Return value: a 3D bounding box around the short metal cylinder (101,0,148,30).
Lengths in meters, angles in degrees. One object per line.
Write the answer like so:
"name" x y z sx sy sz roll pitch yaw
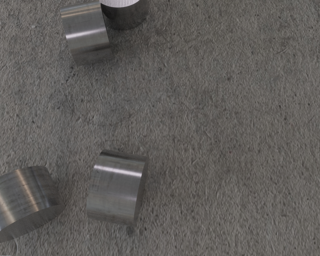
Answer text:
"short metal cylinder" -0.058 -0.196 0.466 0.081 0.050 0.080 0 70 0

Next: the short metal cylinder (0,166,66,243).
"short metal cylinder" -0.155 0.085 0.347 0.080 0.080 0.050 -29 73 -10

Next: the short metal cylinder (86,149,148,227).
"short metal cylinder" -0.046 0.068 0.354 0.050 0.080 0.080 10 70 4

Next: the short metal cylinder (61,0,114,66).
"short metal cylinder" -0.098 -0.129 0.425 0.050 0.080 0.080 -13 71 -5
